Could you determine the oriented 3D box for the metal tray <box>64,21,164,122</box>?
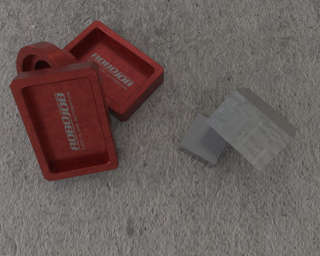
[{"bbox_3d":[-0.070,-0.082,0.434,0.130,0.030,0.090,38,74,12],"label":"metal tray"}]

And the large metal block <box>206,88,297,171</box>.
[{"bbox_3d":[0.113,-0.003,0.373,0.080,0.080,0.050,44,114,14],"label":"large metal block"}]

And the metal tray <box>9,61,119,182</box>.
[{"bbox_3d":[-0.105,-0.005,0.361,0.091,0.129,0.030,-10,27,-4],"label":"metal tray"}]

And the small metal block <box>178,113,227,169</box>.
[{"bbox_3d":[0.059,0.017,0.402,0.050,0.025,0.050,30,73,10],"label":"small metal block"}]

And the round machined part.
[{"bbox_3d":[-0.134,-0.063,0.399,0.098,0.097,0.042,38,44,12],"label":"round machined part"}]
